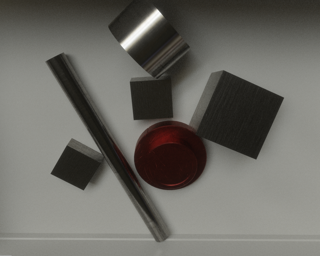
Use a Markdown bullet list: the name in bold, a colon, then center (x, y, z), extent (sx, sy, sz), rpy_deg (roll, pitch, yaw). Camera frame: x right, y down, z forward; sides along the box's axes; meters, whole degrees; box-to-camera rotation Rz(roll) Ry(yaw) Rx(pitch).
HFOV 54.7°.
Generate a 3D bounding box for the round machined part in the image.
- **round machined part**: center (0.014, 0.042, 0.418), extent (0.099, 0.042, 0.097), rpy_deg (0, 110, -1)

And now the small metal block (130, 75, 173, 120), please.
- **small metal block**: center (-0.010, -0.039, 0.397), extent (0.050, 0.025, 0.050), rpy_deg (-4, 110, 1)

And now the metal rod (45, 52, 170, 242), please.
- **metal rod**: center (-0.062, 0.039, 0.424), extent (0.025, 0.025, 0.299), rpy_deg (-25, 109, 8)

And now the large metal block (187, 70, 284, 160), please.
- **large metal block**: center (0.090, -0.017, 0.383), extent (0.080, 0.050, 0.080), rpy_deg (22, 93, -9)

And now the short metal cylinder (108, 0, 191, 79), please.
- **short metal cylinder**: center (-0.011, -0.102, 0.344), extent (0.050, 0.080, 0.080), rpy_deg (-41, 106, 13)

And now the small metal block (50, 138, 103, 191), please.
- **small metal block**: center (-0.114, 0.050, 0.428), extent (0.050, 0.025, 0.050), rpy_deg (30, 107, -11)
